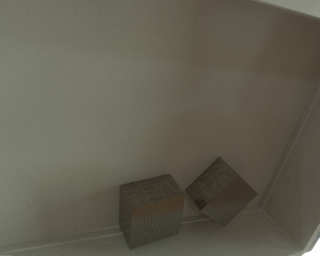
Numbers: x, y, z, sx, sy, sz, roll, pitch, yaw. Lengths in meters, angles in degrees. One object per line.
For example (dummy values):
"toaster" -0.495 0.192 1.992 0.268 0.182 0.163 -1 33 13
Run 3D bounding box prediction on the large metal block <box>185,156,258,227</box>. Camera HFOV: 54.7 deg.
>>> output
"large metal block" 0.103 0.107 0.514 0.080 0.050 0.080 -46 129 3

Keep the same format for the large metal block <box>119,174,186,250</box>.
"large metal block" -0.014 0.122 0.460 0.081 0.050 0.079 -9 123 -24
